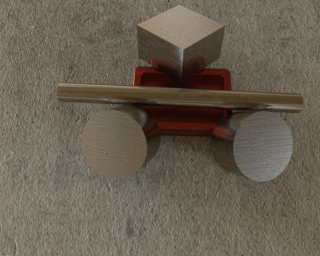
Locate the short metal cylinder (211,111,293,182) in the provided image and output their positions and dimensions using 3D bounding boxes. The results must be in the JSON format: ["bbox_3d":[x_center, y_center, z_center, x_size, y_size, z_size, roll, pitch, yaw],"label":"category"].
[{"bbox_3d":[0.109,0.020,0.372,0.081,0.050,0.079,-1,93,-19],"label":"short metal cylinder"}]

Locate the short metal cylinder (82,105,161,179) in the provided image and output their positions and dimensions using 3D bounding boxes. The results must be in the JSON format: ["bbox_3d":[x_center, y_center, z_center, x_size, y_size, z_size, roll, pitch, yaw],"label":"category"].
[{"bbox_3d":[-0.045,0.014,0.371,0.080,0.050,0.079,3,102,17],"label":"short metal cylinder"}]

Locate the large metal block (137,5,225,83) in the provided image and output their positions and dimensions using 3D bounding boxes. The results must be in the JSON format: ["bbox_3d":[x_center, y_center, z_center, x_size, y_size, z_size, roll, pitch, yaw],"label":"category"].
[{"bbox_3d":[0.027,-0.115,0.415,0.080,0.050,0.080,36,56,28],"label":"large metal block"}]

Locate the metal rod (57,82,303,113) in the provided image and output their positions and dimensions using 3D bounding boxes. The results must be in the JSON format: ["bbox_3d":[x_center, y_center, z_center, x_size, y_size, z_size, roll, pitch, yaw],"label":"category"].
[{"bbox_3d":[0.024,-0.038,0.392,0.302,0.025,0.025,3,70,1],"label":"metal rod"}]

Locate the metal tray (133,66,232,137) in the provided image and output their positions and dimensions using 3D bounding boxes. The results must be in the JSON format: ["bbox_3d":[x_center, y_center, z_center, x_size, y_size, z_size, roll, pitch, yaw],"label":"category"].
[{"bbox_3d":[0.029,-0.036,0.420,0.131,0.030,0.090,2,70,0],"label":"metal tray"}]
